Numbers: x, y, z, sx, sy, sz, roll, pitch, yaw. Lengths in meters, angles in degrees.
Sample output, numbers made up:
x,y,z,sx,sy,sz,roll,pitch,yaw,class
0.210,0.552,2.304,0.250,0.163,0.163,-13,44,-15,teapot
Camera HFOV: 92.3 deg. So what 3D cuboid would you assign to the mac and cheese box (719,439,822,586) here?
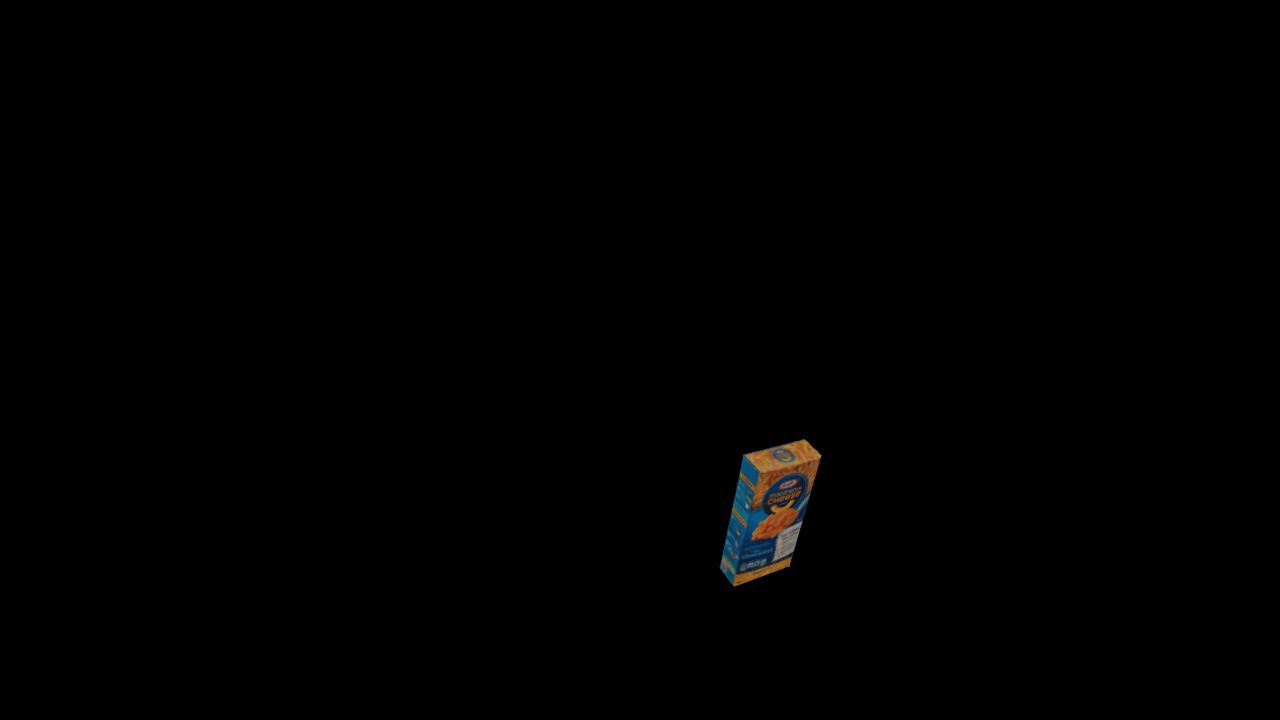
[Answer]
x,y,z,sx,sy,sz,roll,pitch,yaw,class
0.158,0.190,0.759,0.093,0.184,0.041,-9,32,-24,mac and cheese box
